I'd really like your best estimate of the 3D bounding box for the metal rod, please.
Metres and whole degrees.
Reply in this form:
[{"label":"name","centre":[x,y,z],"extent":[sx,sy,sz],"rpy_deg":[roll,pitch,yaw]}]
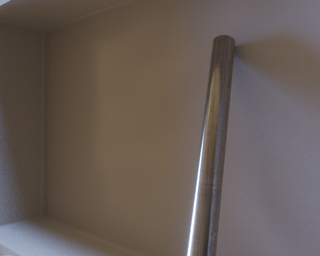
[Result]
[{"label":"metal rod","centre":[0.048,0.040,0.294],"extent":[0.025,0.025,0.299],"rpy_deg":[-9,61,40]}]
